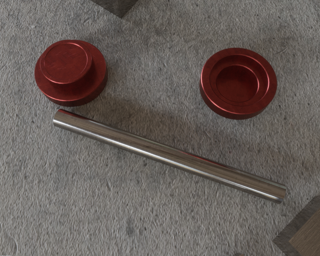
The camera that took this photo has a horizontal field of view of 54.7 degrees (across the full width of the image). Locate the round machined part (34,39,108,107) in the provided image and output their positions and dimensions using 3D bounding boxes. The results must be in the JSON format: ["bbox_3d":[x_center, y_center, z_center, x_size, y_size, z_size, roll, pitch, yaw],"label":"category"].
[{"bbox_3d":[-0.124,-0.082,0.428,0.099,0.042,0.098,0,70,0],"label":"round machined part"}]

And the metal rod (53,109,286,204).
[{"bbox_3d":[0.007,0.034,0.395,0.301,0.025,0.025,19,71,6],"label":"metal rod"}]

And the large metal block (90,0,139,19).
[{"bbox_3d":[-0.070,-0.231,0.479,0.080,0.050,0.080,34,73,11],"label":"large metal block"}]

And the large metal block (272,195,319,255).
[{"bbox_3d":[0.192,0.131,0.348,0.080,0.050,0.080,-40,75,-13],"label":"large metal block"}]

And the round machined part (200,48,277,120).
[{"bbox_3d":[0.102,-0.056,0.420,0.099,0.042,0.098,0,70,0],"label":"round machined part"}]

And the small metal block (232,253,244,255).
[{"bbox_3d":[0.081,0.176,0.344,0.050,0.025,0.050,-26,72,-9],"label":"small metal block"}]
